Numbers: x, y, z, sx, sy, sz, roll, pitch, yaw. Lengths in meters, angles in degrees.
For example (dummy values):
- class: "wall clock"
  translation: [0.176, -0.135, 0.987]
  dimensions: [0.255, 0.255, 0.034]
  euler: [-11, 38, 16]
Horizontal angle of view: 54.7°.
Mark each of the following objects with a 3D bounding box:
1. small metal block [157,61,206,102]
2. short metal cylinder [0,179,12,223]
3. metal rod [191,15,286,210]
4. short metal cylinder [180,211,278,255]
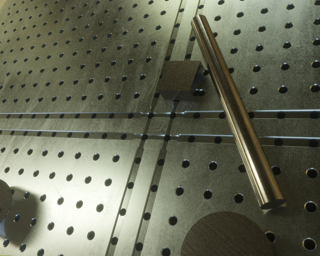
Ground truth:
- class: "small metal block"
  translation: [0.030, -0.066, 0.433]
  dimensions: [0.050, 0.025, 0.050]
  euler: [8, 65, 31]
- class: "short metal cylinder"
  translation: [-0.267, 0.106, 0.448]
  dimensions: [0.050, 0.080, 0.080]
  euler: [8, 66, 32]
- class: "metal rod"
  translation: [0.085, -0.044, 0.390]
  dimensions: [0.025, 0.025, 0.299]
  euler: [-23, 53, 15]
- class: "short metal cylinder"
  translation: [0.065, 0.122, 0.283]
  dimensions: [0.080, 0.050, 0.080]
  euler: [-13, 56, 21]
